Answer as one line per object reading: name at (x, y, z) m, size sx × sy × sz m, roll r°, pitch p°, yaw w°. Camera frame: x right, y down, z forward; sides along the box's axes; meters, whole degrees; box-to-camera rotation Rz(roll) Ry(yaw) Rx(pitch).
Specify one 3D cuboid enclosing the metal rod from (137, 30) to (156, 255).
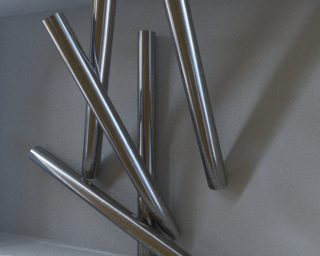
metal rod at (-0.018, 0.022, 0.416) m, size 0.025 × 0.025 × 0.298 m, roll 0°, pitch 90°, yaw 20°

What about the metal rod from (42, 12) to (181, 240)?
metal rod at (-0.049, 0.011, 0.368) m, size 0.025 × 0.025 × 0.299 m, roll -22°, pitch 106°, yaw 19°

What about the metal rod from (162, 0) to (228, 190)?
metal rod at (0.034, -0.063, 0.332) m, size 0.025 × 0.025 × 0.298 m, roll -8°, pitch 113°, yaw 20°

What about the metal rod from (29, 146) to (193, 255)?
metal rod at (-0.072, 0.104, 0.415) m, size 0.300 × 0.025 × 0.025 m, roll 29°, pitch 100°, yaw 25°

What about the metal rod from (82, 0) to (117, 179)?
metal rod at (-0.074, -0.060, 0.373) m, size 0.025 × 0.025 × 0.298 m, roll 23°, pitch 122°, yaw 18°
